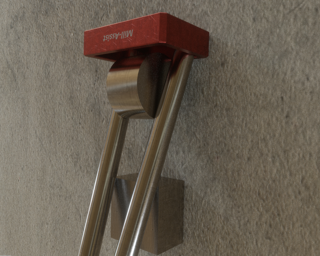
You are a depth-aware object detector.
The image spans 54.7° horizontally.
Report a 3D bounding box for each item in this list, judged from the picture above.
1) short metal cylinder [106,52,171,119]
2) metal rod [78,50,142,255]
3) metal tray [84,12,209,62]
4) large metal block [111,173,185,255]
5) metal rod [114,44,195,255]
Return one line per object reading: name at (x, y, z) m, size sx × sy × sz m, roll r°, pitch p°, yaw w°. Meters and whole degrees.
short metal cylinder at (-0.019, -0.051, 0.385) m, size 0.050 × 0.081 × 0.079 m, roll 3°, pitch 92°, yaw 39°
metal rod at (-0.064, 0.042, 0.397) m, size 0.025 × 0.025 × 0.299 m, roll 3°, pitch 76°, yaw 39°
metal tray at (-0.018, -0.102, 0.377) m, size 0.130 × 0.091 × 0.030 m, roll 3°, pitch 92°, yaw 39°
large metal block at (-0.017, 0.105, 0.399) m, size 0.080 × 0.050 × 0.079 m, roll 2°, pitch 92°, yaw 39°
metal rod at (-0.010, 0.045, 0.352) m, size 0.025 × 0.025 × 0.299 m, roll 11°, pitch 82°, yaw 39°
